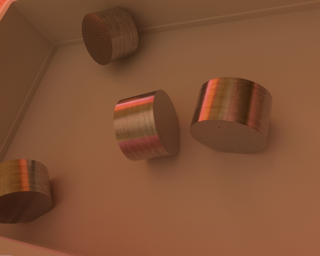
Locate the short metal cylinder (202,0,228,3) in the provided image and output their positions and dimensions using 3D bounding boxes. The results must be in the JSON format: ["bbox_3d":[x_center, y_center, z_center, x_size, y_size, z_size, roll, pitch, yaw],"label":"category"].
[{"bbox_3d":[0.093,-0.248,0.496,0.080,0.050,0.080,-13,56,21],"label":"short metal cylinder"}]

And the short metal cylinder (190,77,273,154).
[{"bbox_3d":[0.077,-0.011,0.337,0.080,0.080,0.050,3,63,29],"label":"short metal cylinder"}]

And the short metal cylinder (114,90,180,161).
[{"bbox_3d":[-0.014,-0.002,0.379,0.050,0.080,0.080,-12,57,22],"label":"short metal cylinder"}]

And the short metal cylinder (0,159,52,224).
[{"bbox_3d":[-0.190,0.086,0.418,0.080,0.080,0.050,-30,52,9],"label":"short metal cylinder"}]

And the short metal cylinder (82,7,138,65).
[{"bbox_3d":[-0.080,-0.146,0.493,0.050,0.079,0.080,-29,42,-35],"label":"short metal cylinder"}]
